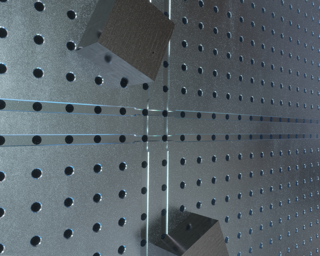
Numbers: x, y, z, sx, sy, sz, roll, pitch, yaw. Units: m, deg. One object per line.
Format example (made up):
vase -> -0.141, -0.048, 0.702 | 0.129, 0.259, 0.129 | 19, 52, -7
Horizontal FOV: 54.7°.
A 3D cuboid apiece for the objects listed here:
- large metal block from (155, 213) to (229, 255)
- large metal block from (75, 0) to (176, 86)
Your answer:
large metal block -> 0.049, 0.181, 0.437 | 0.081, 0.050, 0.080 | -29, 108, -37
large metal block -> -0.038, -0.106, 0.362 | 0.080, 0.050, 0.080 | 30, 71, -36
